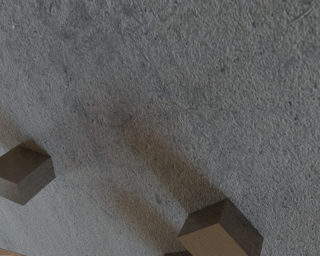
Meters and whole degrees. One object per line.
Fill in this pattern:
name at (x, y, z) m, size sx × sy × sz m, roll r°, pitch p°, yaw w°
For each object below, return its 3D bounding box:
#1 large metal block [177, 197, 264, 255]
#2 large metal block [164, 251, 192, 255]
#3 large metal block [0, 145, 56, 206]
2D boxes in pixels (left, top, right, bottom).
large metal block at (0.086, 0.157, 0.442) m, size 0.080 × 0.050 × 0.080 m, roll 49°, pitch 129°, yaw -6°
large metal block at (0.049, 0.258, 0.525) m, size 0.080 × 0.050 × 0.080 m, roll -25°, pitch 105°, yaw 37°
large metal block at (-0.250, 0.082, 0.554) m, size 0.080 × 0.080 × 0.050 m, roll 15°, pitch 124°, yaw 20°
